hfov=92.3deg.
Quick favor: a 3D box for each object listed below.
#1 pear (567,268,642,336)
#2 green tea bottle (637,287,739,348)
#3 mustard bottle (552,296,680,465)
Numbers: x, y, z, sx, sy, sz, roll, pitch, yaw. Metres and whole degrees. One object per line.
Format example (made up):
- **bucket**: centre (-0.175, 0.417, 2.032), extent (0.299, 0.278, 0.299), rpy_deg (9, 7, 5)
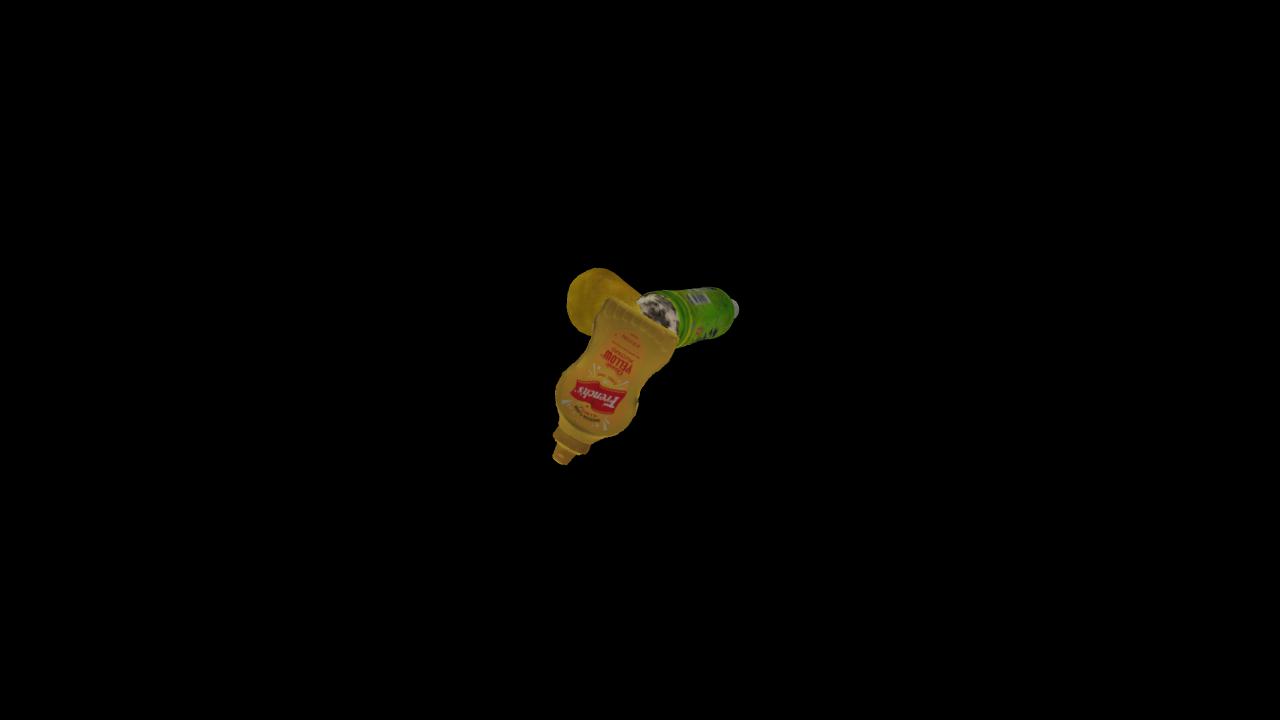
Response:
- **pear**: centre (-0.028, -0.067, 0.709), extent (0.111, 0.080, 0.080), rpy_deg (0, 0, 23)
- **green tea bottle**: centre (0.070, -0.056, 0.768), extent (0.073, 0.073, 0.212), rpy_deg (0, 9, 34)
- **mustard bottle**: centre (-0.040, 0.032, 0.655), extent (0.092, 0.184, 0.054), rpy_deg (31, 4, -6)
